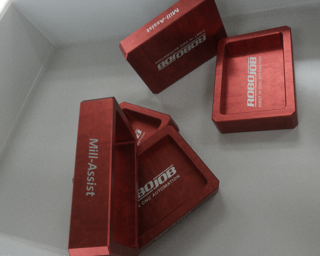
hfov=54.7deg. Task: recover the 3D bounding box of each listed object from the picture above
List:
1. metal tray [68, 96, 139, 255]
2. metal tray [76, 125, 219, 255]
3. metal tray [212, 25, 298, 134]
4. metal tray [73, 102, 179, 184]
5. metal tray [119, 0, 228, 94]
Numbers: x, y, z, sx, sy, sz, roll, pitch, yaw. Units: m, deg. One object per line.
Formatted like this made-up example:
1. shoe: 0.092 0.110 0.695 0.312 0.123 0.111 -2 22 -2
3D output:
1. metal tray: -0.045 0.049 0.280 0.030 0.090 0.130 -7 63 8
2. metal tray: -0.013 0.069 0.338 0.130 0.030 0.090 -36 68 -7
3. metal tray: 0.115 -0.059 0.378 0.090 0.030 0.130 -5 59 25
4. metal tray: -0.044 0.034 0.404 0.090 0.030 0.130 19 71 35
5. metal tray: 0.022 -0.113 0.421 0.130 0.090 0.030 -33 51 6
